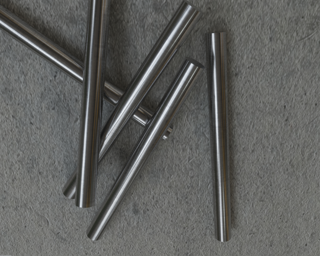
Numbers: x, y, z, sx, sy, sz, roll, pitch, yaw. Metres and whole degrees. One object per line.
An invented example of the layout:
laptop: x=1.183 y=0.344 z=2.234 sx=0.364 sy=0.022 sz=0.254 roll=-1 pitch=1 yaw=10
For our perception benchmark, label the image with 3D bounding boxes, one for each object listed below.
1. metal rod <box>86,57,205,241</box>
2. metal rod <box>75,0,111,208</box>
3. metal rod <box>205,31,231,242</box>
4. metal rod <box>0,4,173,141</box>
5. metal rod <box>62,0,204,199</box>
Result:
metal rod: x=-0.030 y=0.044 z=0.404 sx=0.025 sy=0.025 sz=0.298 roll=26 pitch=116 yaw=-10
metal rod: x=-0.078 y=-0.051 z=0.362 sx=0.025 sy=0.025 sz=0.298 roll=6 pitch=100 yaw=-2
metal rod: x=0.081 y=0.025 z=0.419 sx=0.025 sy=0.025 sz=0.298 roll=-6 pitch=110 yaw=2
metal rod: x=-0.111 y=-0.077 z=0.380 sx=0.301 sy=0.025 sz=0.025 roll=35 pitch=106 yaw=-12
metal rod: x=-0.047 y=-0.015 z=0.377 sx=0.025 sy=0.025 sz=0.298 roll=32 pitch=117 yaw=-11
